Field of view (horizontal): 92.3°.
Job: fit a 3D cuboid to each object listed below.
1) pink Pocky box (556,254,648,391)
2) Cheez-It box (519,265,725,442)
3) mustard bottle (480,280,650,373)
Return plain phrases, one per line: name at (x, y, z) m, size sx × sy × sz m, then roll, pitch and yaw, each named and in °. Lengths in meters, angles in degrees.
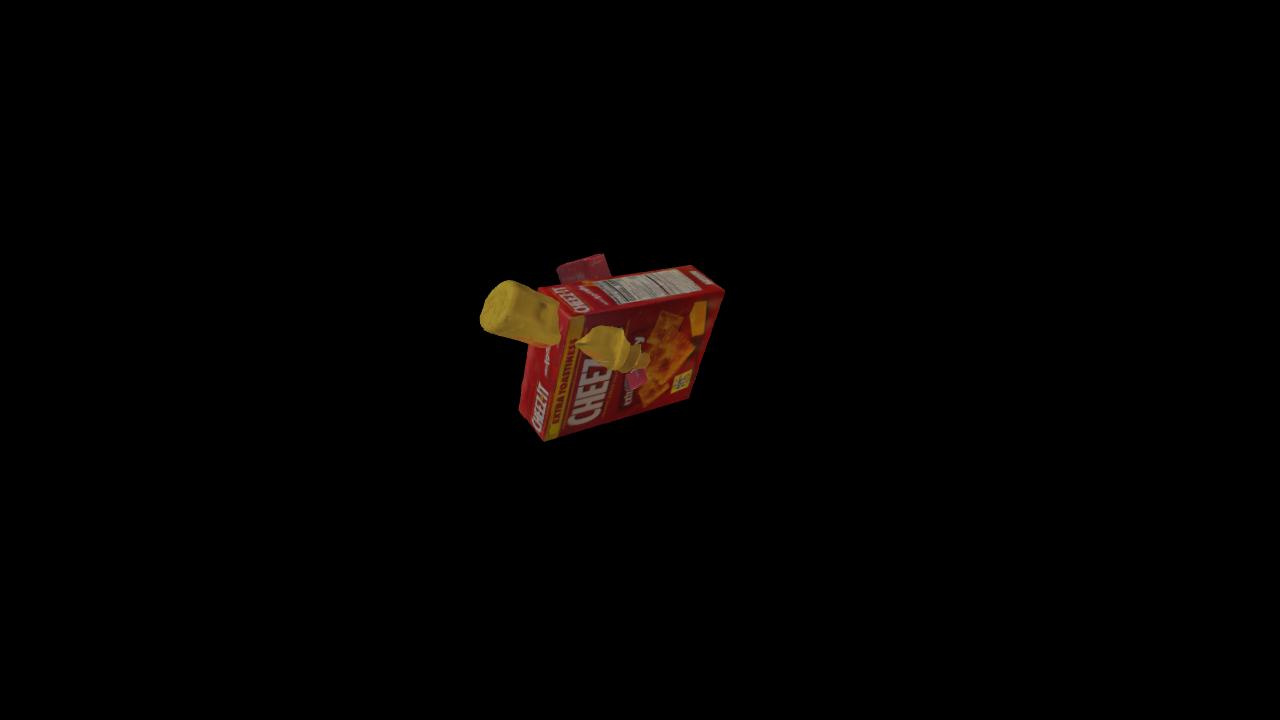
pink Pocky box at (-0.044, -0.042, 0.708) m, size 0.029 × 0.155 × 0.084 m, roll -26°, pitch 13°, yaw -26°
Cheez-It box at (-0.020, -0.013, 0.705) m, size 0.223 × 0.166 × 0.071 m, roll -13°, pitch 42°, yaw -38°
mustard bottle at (-0.066, -0.026, 0.642) m, size 0.184 × 0.054 × 0.092 m, roll 20°, pitch -18°, yaw -30°
